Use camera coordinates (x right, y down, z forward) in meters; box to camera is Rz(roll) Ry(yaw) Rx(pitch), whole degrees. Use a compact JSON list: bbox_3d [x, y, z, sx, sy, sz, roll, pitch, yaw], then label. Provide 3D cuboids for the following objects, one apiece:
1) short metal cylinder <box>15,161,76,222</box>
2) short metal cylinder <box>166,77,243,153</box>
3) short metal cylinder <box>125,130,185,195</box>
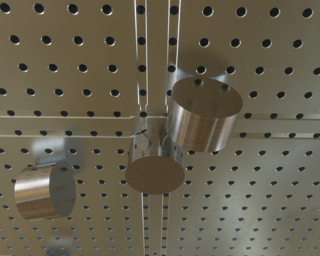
[{"bbox_3d":[-0.164,0.092,0.452,0.050,0.080,0.080,-10,130,8],"label":"short metal cylinder"},{"bbox_3d":[0.050,-0.017,0.361,0.081,0.080,0.050,5,130,-5],"label":"short metal cylinder"},{"bbox_3d":[-0.007,0.049,0.437,0.081,0.050,0.079,0,130,0],"label":"short metal cylinder"}]
